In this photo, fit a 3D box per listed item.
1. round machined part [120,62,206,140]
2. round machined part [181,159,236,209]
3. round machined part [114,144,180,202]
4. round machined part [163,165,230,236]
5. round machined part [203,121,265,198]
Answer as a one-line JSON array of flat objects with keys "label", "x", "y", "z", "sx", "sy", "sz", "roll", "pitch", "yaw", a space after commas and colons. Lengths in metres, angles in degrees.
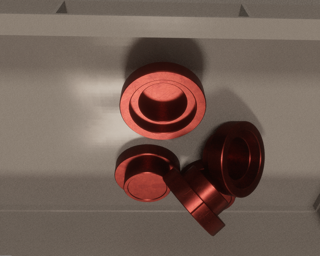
[{"label": "round machined part", "x": 0.003, "y": -0.036, "z": 0.368, "sx": 0.099, "sy": 0.042, "sz": 0.097, "roll": -1, "pitch": 130, "yaw": 0}, {"label": "round machined part", "x": 0.079, "y": 0.095, "z": 0.480, "sx": 0.099, "sy": 0.042, "sz": 0.097, "roll": -1, "pitch": 130, "yaw": 0}, {"label": "round machined part", "x": -0.018, "y": 0.073, "z": 0.460, "sx": 0.099, "sy": 0.042, "sz": 0.097, "roll": 0, "pitch": 130, "yaw": 0}, {"label": "round machined part", "x": 0.051, "y": 0.087, "z": 0.402, "sx": 0.042, "sy": 0.098, "sz": 0.098, "roll": -42, "pitch": 123, "yaw": -2}, {"label": "round machined part", "x": 0.094, "y": 0.039, "z": 0.409, "sx": 0.042, "sy": 0.098, "sz": 0.098, "roll": 1, "pitch": 142, "yaw": 48}]
